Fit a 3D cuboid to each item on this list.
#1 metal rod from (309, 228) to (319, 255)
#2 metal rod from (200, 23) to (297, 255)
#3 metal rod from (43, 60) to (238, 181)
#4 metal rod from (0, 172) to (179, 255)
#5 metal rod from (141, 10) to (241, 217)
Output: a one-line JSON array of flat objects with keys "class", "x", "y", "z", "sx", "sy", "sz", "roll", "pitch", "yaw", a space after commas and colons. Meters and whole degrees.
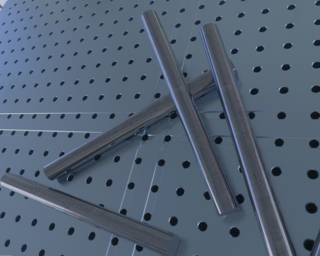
[{"class": "metal rod", "x": 0.193, "y": 0.022, "z": 0.293, "sx": 0.025, "sy": 0.025, "sz": 0.300, "roll": 18, "pitch": 71, "yaw": 35}, {"class": "metal rod", "x": 0.089, "y": -0.001, "z": 0.342, "sx": 0.025, "sy": 0.025, "sz": 0.299, "roll": -20, "pitch": 60, "yaw": 17}, {"class": "metal rod", "x": -0.033, "y": -0.007, "z": 0.430, "sx": 0.300, "sy": 0.025, "sz": 0.025, "roll": -30, "pitch": 52, "yaw": 9}, {"class": "metal rod", "x": -0.112, "y": 0.103, "z": 0.404, "sx": 0.300, "sy": 0.025, "sz": 0.025, "roll": 10, "pitch": 67, "yaw": 32}, {"class": "metal rod", "x": 0.028, "y": -0.039, "z": 0.388, "sx": 0.025, "sy": 0.025, "sz": 0.299, "roll": -26, "pitch": 62, "yaw": 12}]
